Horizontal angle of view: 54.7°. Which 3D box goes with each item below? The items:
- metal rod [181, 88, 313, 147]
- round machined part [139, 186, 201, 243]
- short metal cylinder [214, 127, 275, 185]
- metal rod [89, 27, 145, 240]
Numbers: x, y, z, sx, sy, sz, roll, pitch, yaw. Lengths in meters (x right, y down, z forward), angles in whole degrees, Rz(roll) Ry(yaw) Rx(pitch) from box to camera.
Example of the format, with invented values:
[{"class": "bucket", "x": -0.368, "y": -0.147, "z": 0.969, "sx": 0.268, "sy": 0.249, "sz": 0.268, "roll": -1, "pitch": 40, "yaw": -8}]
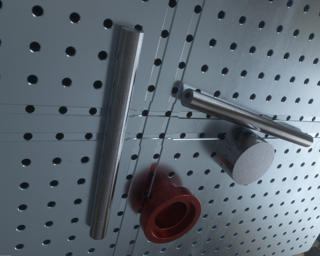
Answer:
[{"class": "metal rod", "x": 0.155, "y": -0.008, "z": 0.493, "sx": 0.302, "sy": 0.025, "sz": 0.025, "roll": 15, "pitch": 111, "yaw": -35}, {"class": "round machined part", "x": 0.013, "y": 0.131, "z": 0.491, "sx": 0.099, "sy": 0.042, "sz": 0.097, "roll": -14, "pitch": 125, "yaw": -21}, {"class": "short metal cylinder", "x": 0.135, "y": 0.045, "z": 0.499, "sx": 0.081, "sy": 0.050, "sz": 0.079, "roll": -14, "pitch": 125, "yaw": -21}, {"class": "metal rod", "x": -0.060, "y": 0.026, "z": 0.395, "sx": 0.025, "sy": 0.025, "sz": 0.298, "roll": -1, "pitch": 119, "yaw": -28}]
